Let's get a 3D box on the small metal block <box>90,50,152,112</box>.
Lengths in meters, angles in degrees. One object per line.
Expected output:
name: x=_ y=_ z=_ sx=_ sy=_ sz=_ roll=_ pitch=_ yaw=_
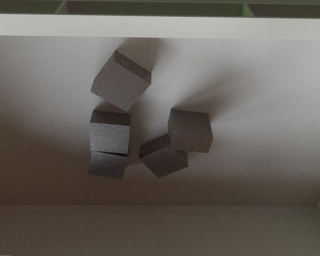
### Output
small metal block: x=-0.045 y=-0.054 z=0.363 sx=0.050 sy=0.025 sz=0.050 roll=29 pitch=124 yaw=-23

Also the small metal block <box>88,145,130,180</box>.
small metal block: x=-0.074 y=0.046 z=0.447 sx=0.050 sy=0.025 sz=0.050 roll=11 pitch=129 yaw=-10

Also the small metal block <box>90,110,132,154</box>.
small metal block: x=-0.066 y=0.006 z=0.413 sx=0.050 sy=0.025 sz=0.050 roll=5 pitch=130 yaw=-5

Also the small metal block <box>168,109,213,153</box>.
small metal block: x=0.037 y=0.003 z=0.396 sx=0.050 sy=0.050 sz=0.025 roll=6 pitch=130 yaw=-6

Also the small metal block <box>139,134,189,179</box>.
small metal block: x=0.006 y=0.041 z=0.443 sx=0.050 sy=0.025 sz=0.050 roll=-26 pitch=126 yaw=20
